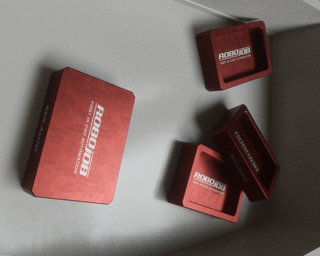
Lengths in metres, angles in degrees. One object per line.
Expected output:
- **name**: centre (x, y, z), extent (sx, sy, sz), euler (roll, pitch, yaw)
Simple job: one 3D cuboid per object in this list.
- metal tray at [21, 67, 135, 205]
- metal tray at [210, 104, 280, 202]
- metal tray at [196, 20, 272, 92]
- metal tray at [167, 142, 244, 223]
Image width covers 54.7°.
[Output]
- **metal tray**: centre (-0.083, 0.011, 0.334), extent (0.091, 0.030, 0.129), euler (19, 78, -39)
- **metal tray**: centre (0.137, 0.038, 0.486), extent (0.130, 0.030, 0.090), euler (58, 41, -10)
- **metal tray**: centre (0.123, -0.117, 0.497), extent (0.131, 0.030, 0.089), euler (-21, 104, -33)
- **metal tray**: centre (0.077, 0.085, 0.467), extent (0.131, 0.030, 0.090), euler (27, 73, -37)
